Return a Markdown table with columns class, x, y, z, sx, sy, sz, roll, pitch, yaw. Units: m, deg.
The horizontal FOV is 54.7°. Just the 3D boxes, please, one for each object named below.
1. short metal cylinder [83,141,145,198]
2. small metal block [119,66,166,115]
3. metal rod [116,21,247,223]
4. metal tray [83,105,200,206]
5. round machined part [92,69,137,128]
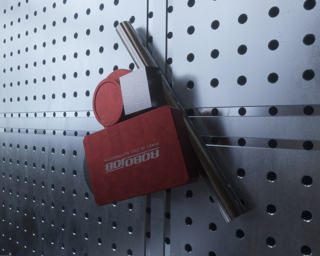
| class | x | y | z | sx | sy | sz | roll | pitch | yaw |
| --- | --- | --- | --- | --- | --- | --- | --- | --- | --- |
| short metal cylinder | -0.064 | 0.057 | 0.440 | 0.080 | 0.050 | 0.079 | 0 | 90 | 40 |
| small metal block | -0.022 | -0.046 | 0.392 | 0.050 | 0.025 | 0.050 | -14 | 84 | 44 |
| metal rod | 0.016 | -0.024 | 0.392 | 0.025 | 0.025 | 0.299 | -43 | 64 | 31 |
| metal tray | -0.027 | 0.036 | 0.373 | 0.130 | 0.030 | 0.090 | -20 | 78 | 25 |
| round machined part | -0.059 | -0.036 | 0.440 | 0.098 | 0.042 | 0.097 | 0 | 90 | 41 |
